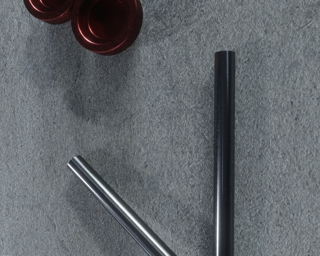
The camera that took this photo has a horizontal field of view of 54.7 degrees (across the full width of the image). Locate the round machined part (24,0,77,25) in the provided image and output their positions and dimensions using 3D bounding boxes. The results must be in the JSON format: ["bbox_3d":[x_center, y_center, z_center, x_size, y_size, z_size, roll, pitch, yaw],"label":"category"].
[{"bbox_3d":[-0.147,-0.199,0.452,0.098,0.042,0.097,0,90,20],"label":"round machined part"}]

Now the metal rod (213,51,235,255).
[{"bbox_3d":[0.079,0.057,0.381,0.025,0.025,0.298,0,90,20],"label":"metal rod"}]

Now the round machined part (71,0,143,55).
[{"bbox_3d":[-0.068,-0.148,0.424,0.098,0.042,0.097,0,90,20],"label":"round machined part"}]

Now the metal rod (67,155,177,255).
[{"bbox_3d":[-0.019,0.142,0.402,0.300,0.025,0.025,41,103,20],"label":"metal rod"}]
